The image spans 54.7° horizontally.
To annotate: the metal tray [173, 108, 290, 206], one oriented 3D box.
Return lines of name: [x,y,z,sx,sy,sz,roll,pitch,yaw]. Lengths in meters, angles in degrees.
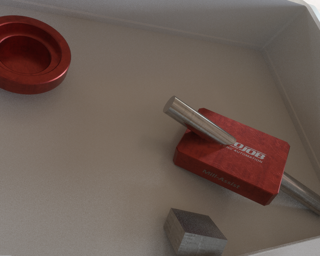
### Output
metal tray: [0.094,0.033,0.407,0.130,0.030,0.090,24,50,12]

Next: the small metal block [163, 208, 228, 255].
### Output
small metal block: [0.037,0.115,0.339,0.050,0.050,0.025,17,99,-19]

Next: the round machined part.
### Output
round machined part: [-0.157,-0.079,0.359,0.099,0.042,0.098,14,56,-21]

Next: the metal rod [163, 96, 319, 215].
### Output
metal rod: [0.132,0.048,0.425,0.301,0.025,0.025,33,51,-17]
